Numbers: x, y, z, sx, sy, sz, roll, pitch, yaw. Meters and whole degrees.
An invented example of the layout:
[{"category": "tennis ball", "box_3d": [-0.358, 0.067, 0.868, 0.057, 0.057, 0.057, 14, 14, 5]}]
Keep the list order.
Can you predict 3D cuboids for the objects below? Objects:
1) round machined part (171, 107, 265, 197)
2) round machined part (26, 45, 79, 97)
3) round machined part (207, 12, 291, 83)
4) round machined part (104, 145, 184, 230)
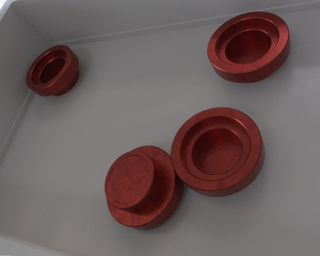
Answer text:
[{"category": "round machined part", "box_3d": [0.065, 0.029, 0.343, 0.098, 0.042, 0.098, -13, 56, 20]}, {"category": "round machined part", "box_3d": [-0.184, -0.096, 0.551, 0.098, 0.042, 0.098, -13, 56, 21]}, {"category": "round machined part", "box_3d": [0.114, -0.097, 0.395, 0.098, 0.042, 0.098, -13, 56, 21]}, {"category": "round machined part", "box_3d": [-0.025, 0.065, 0.361, 0.098, 0.042, 0.098, -16, 56, 27]}]
